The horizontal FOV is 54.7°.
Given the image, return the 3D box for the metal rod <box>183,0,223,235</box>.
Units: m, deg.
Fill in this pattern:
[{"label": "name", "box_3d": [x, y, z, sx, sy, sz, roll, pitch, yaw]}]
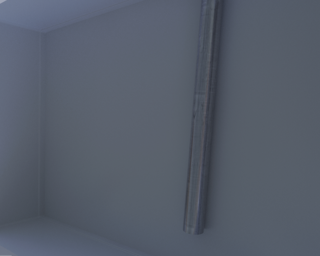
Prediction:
[{"label": "metal rod", "box_3d": [0.051, -0.025, 0.363, 0.025, 0.025, 0.298, 7, 94, 39]}]
